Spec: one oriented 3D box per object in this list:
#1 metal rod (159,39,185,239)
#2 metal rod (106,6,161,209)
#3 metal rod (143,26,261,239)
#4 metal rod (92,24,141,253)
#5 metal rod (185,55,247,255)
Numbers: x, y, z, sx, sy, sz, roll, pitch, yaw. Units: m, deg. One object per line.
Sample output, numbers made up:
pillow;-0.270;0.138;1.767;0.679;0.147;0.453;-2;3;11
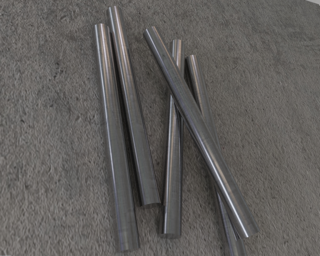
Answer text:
metal rod;0.020;-0.008;0.418;0.025;0.025;0.300;17;55;-19
metal rod;-0.040;-0.045;0.409;0.025;0.025;0.299;2;61;-27
metal rod;0.045;-0.008;0.399;0.025;0.025;0.299;-11;68;-33
metal rod;-0.058;-0.008;0.377;0.025;0.025;0.299;3;60;-27
metal rod;0.070;0.022;0.427;0.025;0.025;0.299;6;59;-25
